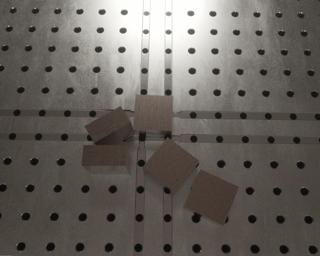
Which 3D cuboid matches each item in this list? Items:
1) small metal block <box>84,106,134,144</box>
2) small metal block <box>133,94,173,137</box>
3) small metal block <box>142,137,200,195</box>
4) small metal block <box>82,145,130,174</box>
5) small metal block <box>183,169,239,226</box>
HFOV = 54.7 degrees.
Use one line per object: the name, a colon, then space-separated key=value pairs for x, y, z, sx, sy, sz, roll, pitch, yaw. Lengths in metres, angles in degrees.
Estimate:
small metal block: x=-0.063 y=0.004 z=0.396 sx=0.050 sy=0.050 sz=0.025 roll=-31 pitch=73 yaw=-11
small metal block: x=-0.009 y=-0.016 z=0.418 sx=0.050 sy=0.025 sz=0.050 roll=3 pitch=70 yaw=0
small metal block: x=0.014 y=0.049 z=0.394 sx=0.050 sy=0.025 sz=0.050 roll=37 pitch=74 yaw=12
small metal block: x=-0.065 y=0.040 z=0.383 sx=0.050 sy=0.050 sz=0.025 roll=0 pitch=70 yaw=0
small metal block: x=0.062 y=0.086 z=0.381 sx=0.050 sy=0.025 sz=0.050 roll=24 pitch=72 yaw=8
